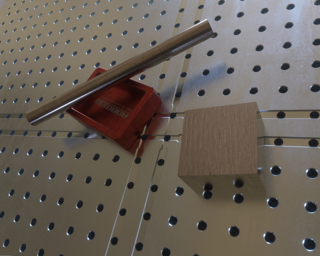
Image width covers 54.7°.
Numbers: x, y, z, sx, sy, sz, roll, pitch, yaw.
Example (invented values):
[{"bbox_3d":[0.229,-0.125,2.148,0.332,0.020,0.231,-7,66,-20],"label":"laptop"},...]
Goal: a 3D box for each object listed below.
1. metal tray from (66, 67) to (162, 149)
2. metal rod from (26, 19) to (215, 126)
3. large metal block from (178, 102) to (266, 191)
[{"bbox_3d":[-0.072,-0.034,0.463,0.130,0.030,0.090,26,76,37],"label":"metal tray"},{"bbox_3d":[-0.065,-0.075,0.449,0.301,0.025,0.025,-24,53,13],"label":"metal rod"},{"bbox_3d":[0.070,0.023,0.342,0.080,0.050,0.080,-6,59,25],"label":"large metal block"}]
